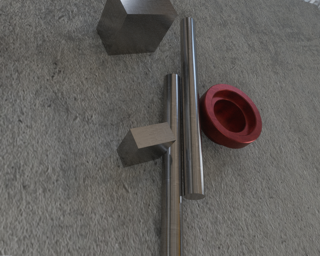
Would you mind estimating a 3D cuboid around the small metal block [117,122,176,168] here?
[{"bbox_3d":[-0.017,0.020,0.367,0.050,0.050,0.025,-11,65,-33],"label":"small metal block"}]

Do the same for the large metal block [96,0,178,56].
[{"bbox_3d":[-0.035,-0.152,0.444,0.081,0.080,0.050,-14,69,-34],"label":"large metal block"}]

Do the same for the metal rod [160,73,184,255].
[{"bbox_3d":[0.015,0.054,0.379,0.025,0.025,0.299,15,56,-20],"label":"metal rod"}]

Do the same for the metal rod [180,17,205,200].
[{"bbox_3d":[0.043,-0.047,0.440,0.025,0.025,0.299,15,56,-21],"label":"metal rod"}]

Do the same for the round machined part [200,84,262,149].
[{"bbox_3d":[0.097,-0.013,0.455,0.099,0.042,0.098,14,56,-21],"label":"round machined part"}]
